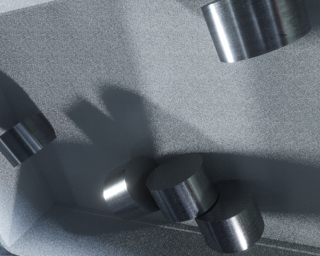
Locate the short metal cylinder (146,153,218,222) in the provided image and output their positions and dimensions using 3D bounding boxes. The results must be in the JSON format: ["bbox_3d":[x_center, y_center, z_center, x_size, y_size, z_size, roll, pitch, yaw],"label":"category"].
[{"bbox_3d":[0.029,0.076,0.405,0.080,0.080,0.050,-15,110,34],"label":"short metal cylinder"}]

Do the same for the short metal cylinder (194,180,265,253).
[{"bbox_3d":[0.086,0.111,0.396,0.080,0.080,0.050,-11,113,33],"label":"short metal cylinder"}]

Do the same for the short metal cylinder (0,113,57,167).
[{"bbox_3d":[-0.216,0.019,0.499,0.080,0.080,0.050,-27,104,37],"label":"short metal cylinder"}]

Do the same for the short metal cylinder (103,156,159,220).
[{"bbox_3d":[-0.033,0.086,0.444,0.050,0.080,0.080,-32,101,38],"label":"short metal cylinder"}]

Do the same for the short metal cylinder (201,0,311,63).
[{"bbox_3d":[0.082,-0.097,0.270,0.080,0.080,0.050,-12,112,33],"label":"short metal cylinder"}]
